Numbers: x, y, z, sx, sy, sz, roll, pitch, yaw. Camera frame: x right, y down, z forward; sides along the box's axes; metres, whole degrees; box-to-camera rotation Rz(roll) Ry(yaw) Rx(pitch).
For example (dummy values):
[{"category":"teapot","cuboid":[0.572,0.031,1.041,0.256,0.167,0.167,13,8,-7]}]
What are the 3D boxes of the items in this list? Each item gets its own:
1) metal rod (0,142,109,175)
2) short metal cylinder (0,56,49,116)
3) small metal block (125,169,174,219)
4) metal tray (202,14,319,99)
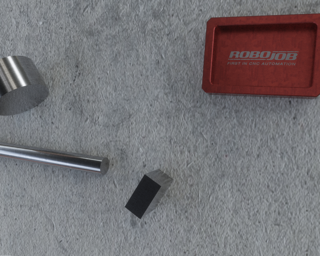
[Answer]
[{"category":"metal rod","cuboid":[-0.219,0.038,0.484,0.301,0.025,0.025,6,92,19]},{"category":"short metal cylinder","cuboid":[-0.212,-0.061,0.453,0.080,0.080,0.050,-34,79,16]},{"category":"small metal block","cuboid":[-0.013,0.083,0.399,0.025,0.050,0.050,34,101,16]},{"category":"metal tray","cuboid":[0.119,-0.082,0.364,0.130,0.030,0.089,5,92,19]}]
